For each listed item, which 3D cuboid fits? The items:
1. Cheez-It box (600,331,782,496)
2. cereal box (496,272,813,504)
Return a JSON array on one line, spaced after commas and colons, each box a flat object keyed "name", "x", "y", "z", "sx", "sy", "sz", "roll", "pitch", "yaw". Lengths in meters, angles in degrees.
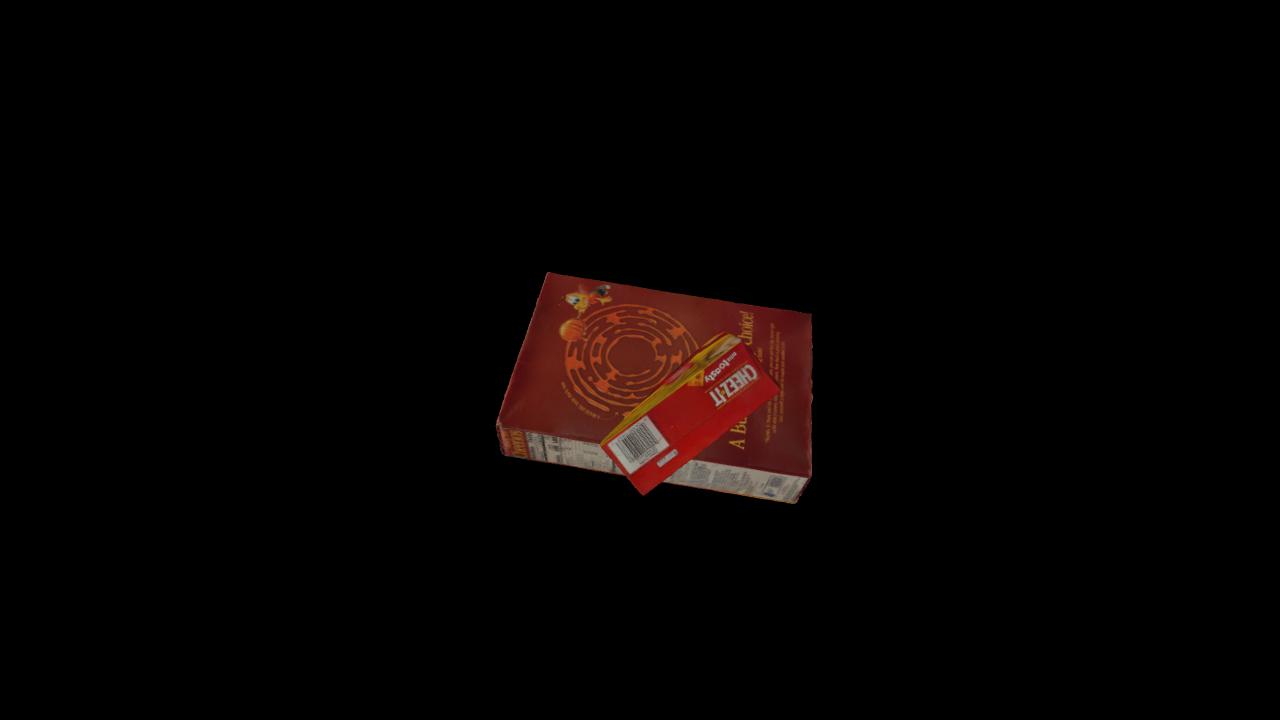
[{"name": "Cheez-It box", "x": 0.043, "y": 0.041, "z": 0.664, "sx": 0.166, "sy": 0.071, "sz": 0.223, "roll": -38, "pitch": 7, "yaw": 2}, {"name": "cereal box", "x": 0.024, "y": 0.023, "z": 0.654, "sx": 0.306, "sy": 0.203, "sz": 0.081, "roll": 8, "pitch": -35, "yaw": 3}]
